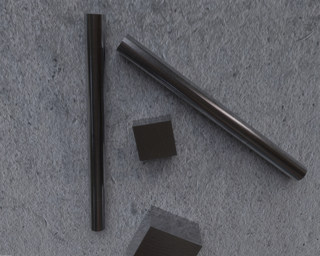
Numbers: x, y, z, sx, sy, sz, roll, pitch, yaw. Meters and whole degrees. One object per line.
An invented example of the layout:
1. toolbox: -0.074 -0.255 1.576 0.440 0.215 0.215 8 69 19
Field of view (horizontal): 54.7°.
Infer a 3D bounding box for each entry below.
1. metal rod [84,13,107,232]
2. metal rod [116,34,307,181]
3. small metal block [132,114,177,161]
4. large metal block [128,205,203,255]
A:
1. metal rod: -0.084 0.007 0.411 0.025 0.025 0.298 3 110 -2
2. metal rod: 0.075 -0.020 0.403 0.301 0.025 0.025 35 106 -12
3. small metal block: -0.006 0.013 0.415 0.050 0.025 0.050 -10 110 3
4. large metal block: 0.006 0.174 0.461 0.080 0.050 0.080 24 108 -9
